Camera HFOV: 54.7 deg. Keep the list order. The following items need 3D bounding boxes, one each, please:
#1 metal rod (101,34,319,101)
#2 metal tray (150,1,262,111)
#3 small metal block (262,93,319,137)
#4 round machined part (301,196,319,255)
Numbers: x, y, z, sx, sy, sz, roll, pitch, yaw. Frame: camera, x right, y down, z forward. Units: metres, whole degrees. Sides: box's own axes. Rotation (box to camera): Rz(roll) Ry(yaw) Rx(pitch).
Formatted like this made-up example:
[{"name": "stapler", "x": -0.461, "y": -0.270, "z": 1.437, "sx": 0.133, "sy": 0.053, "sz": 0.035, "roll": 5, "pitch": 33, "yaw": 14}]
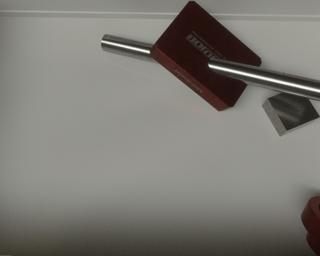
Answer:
[{"name": "metal rod", "x": 0.060, "y": -0.085, "z": 0.417, "sx": 0.301, "sy": 0.025, "sz": 0.025, "roll": 16, "pitch": 71, "yaw": 15}, {"name": "metal tray", "x": 0.064, "y": -0.096, "z": 0.421, "sx": 0.130, "sy": 0.030, "sz": 0.090, "roll": 38, "pitch": 73, "yaw": -8}, {"name": "small metal block", "x": 0.176, "y": -0.023, "z": 0.420, "sx": 0.050, "sy": 0.025, "sz": 0.050, "roll": -22, "pitch": 72, "yaw": -8}, {"name": "round machined part", "x": 0.204, "y": 0.121, "z": 0.340, "sx": 0.098, "sy": 0.098, "sz": 0.042, "roll": 20, "pitch": 110, "yaw": 7}]
